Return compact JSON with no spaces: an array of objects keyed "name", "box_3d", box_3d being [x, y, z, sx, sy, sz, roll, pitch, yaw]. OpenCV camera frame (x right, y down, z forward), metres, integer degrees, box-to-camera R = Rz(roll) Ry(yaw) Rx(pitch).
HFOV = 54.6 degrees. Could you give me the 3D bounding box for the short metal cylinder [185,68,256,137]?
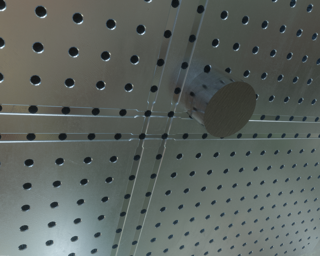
[{"name":"short metal cylinder","box_3d":[0.080,-0.034,0.417,0.081,0.050,0.080,-14,124,-21]}]
